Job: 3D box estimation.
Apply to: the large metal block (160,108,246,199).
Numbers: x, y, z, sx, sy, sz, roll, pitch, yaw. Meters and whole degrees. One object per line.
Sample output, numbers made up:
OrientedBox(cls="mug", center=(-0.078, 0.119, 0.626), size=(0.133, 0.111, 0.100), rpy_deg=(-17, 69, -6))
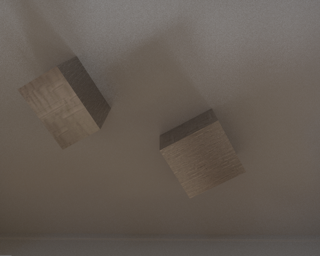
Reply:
OrientedBox(cls="large metal block", center=(0.054, 0.033, 0.410), size=(0.080, 0.050, 0.080), rpy_deg=(-28, 108, 10))

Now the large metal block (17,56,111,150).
OrientedBox(cls="large metal block", center=(-0.107, -0.033, 0.369), size=(0.050, 0.080, 0.080), rpy_deg=(-28, 108, 10))
